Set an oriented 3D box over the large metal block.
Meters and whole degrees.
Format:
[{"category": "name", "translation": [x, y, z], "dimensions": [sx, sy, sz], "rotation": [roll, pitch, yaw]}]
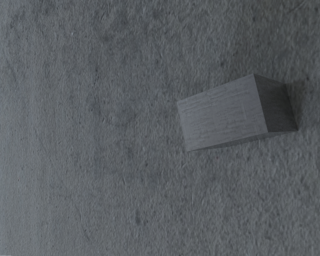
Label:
[{"category": "large metal block", "translation": [0.077, -0.011, 0.305], "dimensions": [0.080, 0.081, 0.050], "rotation": [-18, 79, 38]}]
